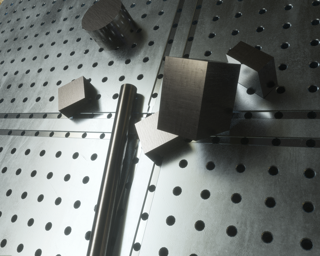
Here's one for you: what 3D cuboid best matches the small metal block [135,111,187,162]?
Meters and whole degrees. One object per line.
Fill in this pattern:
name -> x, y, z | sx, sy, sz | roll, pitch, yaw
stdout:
small metal block -> 0.000, 0.008, 0.402 | 0.050, 0.025, 0.050 | -28, 52, 10

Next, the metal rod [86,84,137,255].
metal rod -> -0.062, 0.071, 0.395 | 0.025, 0.025, 0.299 | -7, 58, 24

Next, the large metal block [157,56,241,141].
large metal block -> 0.045, -0.036, 0.350 | 0.050, 0.081, 0.079 | 17, 107, 34

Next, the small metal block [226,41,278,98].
small metal block -> 0.112, -0.071, 0.376 | 0.025, 0.050, 0.050 | -43, 51, -4

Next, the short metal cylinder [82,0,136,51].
short metal cylinder -> -0.091, -0.185, 0.552 | 0.080, 0.050, 0.080 | -13, 56, 20

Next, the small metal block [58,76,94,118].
small metal block -> -0.139, -0.051, 0.510 | 0.050, 0.025, 0.050 | -24, 53, 13
